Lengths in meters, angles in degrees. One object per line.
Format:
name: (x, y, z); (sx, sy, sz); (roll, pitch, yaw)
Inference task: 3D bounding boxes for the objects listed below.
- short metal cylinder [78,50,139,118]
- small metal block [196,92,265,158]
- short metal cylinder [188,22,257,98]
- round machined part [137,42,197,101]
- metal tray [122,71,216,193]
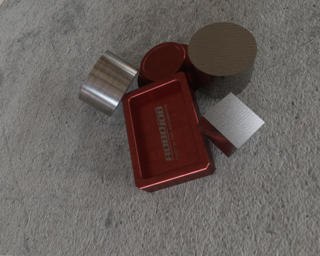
short metal cylinder: (-0.071, -0.062, 0.437); (0.050, 0.080, 0.080); (31, 74, -7)
small metal block: (0.078, -0.004, 0.344); (0.050, 0.025, 0.050); (-38, 76, -27)
short metal cylinder: (0.076, -0.084, 0.387); (0.080, 0.050, 0.080); (-3, 64, 7)
round machined part: (0.011, -0.083, 0.440); (0.098, 0.042, 0.098); (-13, 56, 21)
metal tray: (0.007, 0.004, 0.381); (0.090, 0.030, 0.130); (-20, 64, 16)
